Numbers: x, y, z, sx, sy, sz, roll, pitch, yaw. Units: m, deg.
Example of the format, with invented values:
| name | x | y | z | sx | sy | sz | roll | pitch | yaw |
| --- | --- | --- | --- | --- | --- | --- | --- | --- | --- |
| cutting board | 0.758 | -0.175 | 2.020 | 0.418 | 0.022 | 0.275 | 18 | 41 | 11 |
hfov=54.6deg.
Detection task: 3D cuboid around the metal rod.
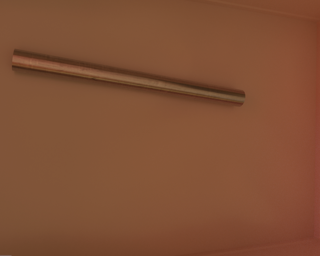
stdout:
| name | x | y | z | sx | sy | sz | roll | pitch | yaw |
| --- | --- | --- | --- | --- | --- | --- | --- | --- | --- |
| metal rod | -0.024 | -0.060 | 0.401 | 0.302 | 0.025 | 0.025 | 7 | 88 | -20 |
